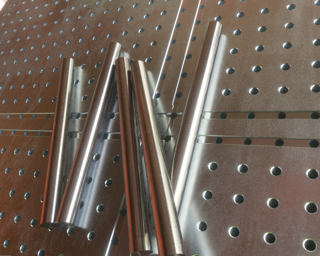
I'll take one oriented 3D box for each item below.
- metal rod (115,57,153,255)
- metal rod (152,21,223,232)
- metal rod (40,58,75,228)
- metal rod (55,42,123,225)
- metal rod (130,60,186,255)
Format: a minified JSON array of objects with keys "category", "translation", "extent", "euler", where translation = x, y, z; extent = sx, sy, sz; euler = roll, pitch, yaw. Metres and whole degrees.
[{"category":"metal rod","translation":[-0.040,0.015,0.421],"extent":[0.025,0.025,0.300],"euler":[-21,54,16]},{"category":"metal rod","translation":[0.042,-0.017,0.397],"extent":[0.025,0.025,0.300],"euler":[2,62,29]},{"category":"metal rod","translation":[-0.156,0.003,0.489],"extent":[0.025,0.025,0.300],"euler":[-18,55,18]},{"category":"metal rod","translation":[-0.099,-0.009,0.467],"extent":[0.025,0.025,0.300],"euler":[-5,59,26]},{"category":"metal rod","translation":[-0.011,0.012,0.385],"extent":[0.025,0.025,0.300],"euler":[-25,46,13]}]
